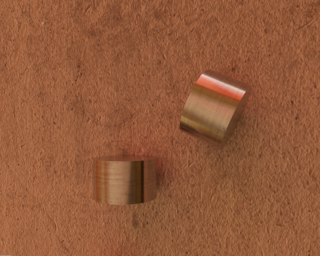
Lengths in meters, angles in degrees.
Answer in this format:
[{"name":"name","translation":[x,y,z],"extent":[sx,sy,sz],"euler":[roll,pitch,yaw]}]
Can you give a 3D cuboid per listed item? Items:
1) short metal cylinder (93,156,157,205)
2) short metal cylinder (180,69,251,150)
[{"name":"short metal cylinder","translation":[-0.044,0.063,0.395],"extent":[0.080,0.080,0.050],"euler":[0,90,20]},{"name":"short metal cylinder","translation":[0.064,-0.021,0.357],"extent":[0.050,0.080,0.080],"euler":[26,99,18]}]
